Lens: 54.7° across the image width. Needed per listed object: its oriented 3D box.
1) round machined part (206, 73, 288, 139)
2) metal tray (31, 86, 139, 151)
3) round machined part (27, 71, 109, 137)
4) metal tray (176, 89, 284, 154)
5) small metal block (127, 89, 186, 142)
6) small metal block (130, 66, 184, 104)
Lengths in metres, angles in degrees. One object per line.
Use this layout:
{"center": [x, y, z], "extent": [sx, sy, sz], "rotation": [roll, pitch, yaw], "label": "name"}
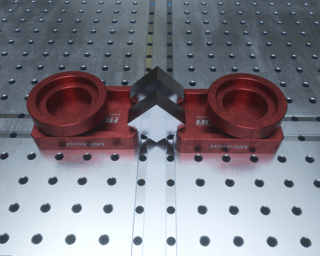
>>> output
{"center": [0.108, -0.024, 0.401], "extent": [0.099, 0.042, 0.098], "rotation": [0, 50, 0], "label": "round machined part"}
{"center": [-0.094, -0.015, 0.417], "extent": [0.131, 0.030, 0.090], "rotation": [0, 52, -1], "label": "metal tray"}
{"center": [-0.115, -0.026, 0.402], "extent": [0.099, 0.042, 0.098], "rotation": [0, 50, 0], "label": "round machined part"}
{"center": [0.087, -0.011, 0.415], "extent": [0.131, 0.030, 0.090], "rotation": [1, 50, 0], "label": "metal tray"}
{"center": [-0.004, -0.013, 0.383], "extent": [0.050, 0.050, 0.025], "rotation": [-32, 40, 33], "label": "small metal block"}
{"center": [-0.004, -0.047, 0.412], "extent": [0.050, 0.050, 0.025], "rotation": [-32, 40, 33], "label": "small metal block"}
